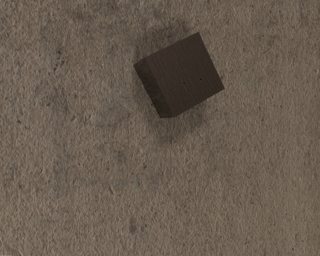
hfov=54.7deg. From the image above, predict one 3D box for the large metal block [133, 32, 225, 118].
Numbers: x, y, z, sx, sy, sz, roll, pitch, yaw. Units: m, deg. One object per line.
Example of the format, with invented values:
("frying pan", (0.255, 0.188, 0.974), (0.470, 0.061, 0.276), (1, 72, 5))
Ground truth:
("large metal block", (0.024, -0.067, 0.406), (0.080, 0.050, 0.080), (-30, 100, -18))
